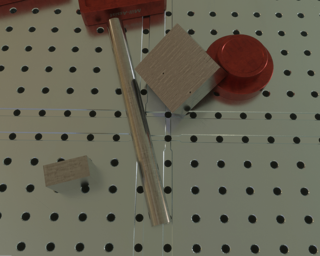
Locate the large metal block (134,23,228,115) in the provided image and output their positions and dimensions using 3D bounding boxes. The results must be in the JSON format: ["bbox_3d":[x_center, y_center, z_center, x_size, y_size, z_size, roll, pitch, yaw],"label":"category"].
[{"bbox_3d":[0.028,-0.074,0.408,0.080,0.050,0.080,-44,74,16],"label":"large metal block"}]

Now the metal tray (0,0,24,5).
[{"bbox_3d":[-0.225,-0.252,0.498,0.131,0.030,0.090,-17,71,-7],"label":"metal tray"}]

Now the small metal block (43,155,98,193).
[{"bbox_3d":[-0.107,0.057,0.376,0.050,0.050,0.025,-13,71,-5],"label":"small metal block"}]

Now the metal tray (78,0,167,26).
[{"bbox_3d":[-0.062,-0.217,0.487,0.131,0.030,0.090,-12,71,-5],"label":"metal tray"}]

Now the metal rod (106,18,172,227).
[{"bbox_3d":[-0.033,-0.022,0.419,0.025,0.025,0.299,-13,71,-5],"label":"metal rod"}]

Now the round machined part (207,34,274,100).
[{"bbox_3d":[0.112,-0.092,0.438,0.099,0.042,0.098,0,70,-1],"label":"round machined part"}]
